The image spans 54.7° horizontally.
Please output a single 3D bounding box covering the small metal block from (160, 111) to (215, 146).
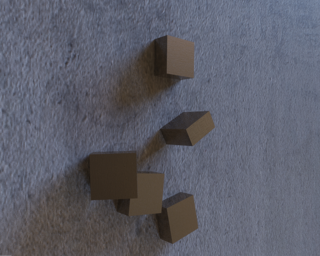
[{"bbox_3d":[0.038,0.000,0.422,0.050,0.050,0.025,-36,113,-34],"label":"small metal block"}]

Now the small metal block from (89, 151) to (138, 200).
[{"bbox_3d":[-0.051,0.052,0.348,0.050,0.025,0.050,-2,92,-3],"label":"small metal block"}]

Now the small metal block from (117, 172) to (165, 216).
[{"bbox_3d":[-0.023,0.080,0.387,0.050,0.025,0.050,8,85,-40],"label":"small metal block"}]

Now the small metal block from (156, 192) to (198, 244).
[{"bbox_3d":[0.023,0.122,0.427,0.050,0.025,0.050,-16,100,-39],"label":"small metal block"}]

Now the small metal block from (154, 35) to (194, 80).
[{"bbox_3d":[0.020,-0.095,0.424,0.050,0.025,0.050,1,90,-40],"label":"small metal block"}]
